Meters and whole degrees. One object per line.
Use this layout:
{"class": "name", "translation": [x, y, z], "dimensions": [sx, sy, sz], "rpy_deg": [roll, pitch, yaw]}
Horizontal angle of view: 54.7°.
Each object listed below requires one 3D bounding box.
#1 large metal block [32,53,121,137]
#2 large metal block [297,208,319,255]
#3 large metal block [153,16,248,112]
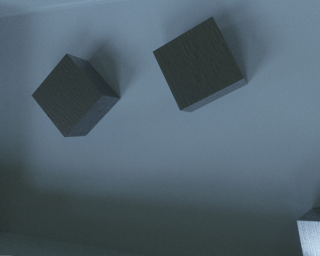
{"class": "large metal block", "translation": [-0.118, -0.044, 0.439], "dimensions": [0.080, 0.050, 0.080], "rpy_deg": [-45, 76, 14]}
{"class": "large metal block", "translation": [0.196, 0.128, 0.313], "dimensions": [0.080, 0.050, 0.080], "rpy_deg": [-12, 86, 42]}
{"class": "large metal block", "translation": [0.050, -0.073, 0.379], "dimensions": [0.080, 0.050, 0.080], "rpy_deg": [-27, 81, 18]}
